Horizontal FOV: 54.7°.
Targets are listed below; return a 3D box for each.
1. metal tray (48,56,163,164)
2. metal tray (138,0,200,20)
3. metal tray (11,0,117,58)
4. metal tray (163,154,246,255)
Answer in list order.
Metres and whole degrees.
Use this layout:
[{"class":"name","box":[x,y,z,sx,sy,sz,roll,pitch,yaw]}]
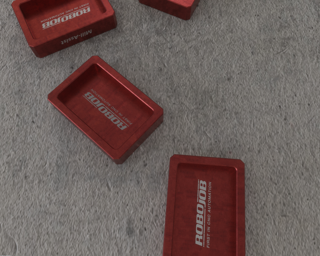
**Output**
[{"class":"metal tray","box":[-0.071,-0.026,0.414,0.130,0.030,0.090,40,75,13]},{"class":"metal tray","box":[0.032,-0.243,0.494,0.090,0.030,0.130,24,72,8]},{"class":"metal tray","box":[-0.142,-0.171,0.466,0.131,0.030,0.090,-26,72,-9]},{"class":"metal tray","box":[0.052,0.100,0.368,0.091,0.030,0.130,5,70,1]}]
